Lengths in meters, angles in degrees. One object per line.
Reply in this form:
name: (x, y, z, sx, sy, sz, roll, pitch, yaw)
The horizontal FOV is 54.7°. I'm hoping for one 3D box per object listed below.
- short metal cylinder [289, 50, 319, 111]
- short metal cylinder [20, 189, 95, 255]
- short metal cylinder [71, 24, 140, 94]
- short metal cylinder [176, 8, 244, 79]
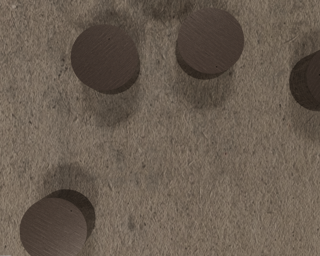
short metal cylinder: (0.218, -0.062, 0.400, 0.081, 0.050, 0.079, 0, 90, -1)
short metal cylinder: (-0.128, 0.123, 0.396, 0.081, 0.050, 0.079, 0, 90, -1)
short metal cylinder: (-0.067, -0.085, 0.397, 0.081, 0.050, 0.079, 0, 90, -1)
short metal cylinder: (0.061, -0.106, 0.398, 0.081, 0.050, 0.079, 0, 90, -1)
